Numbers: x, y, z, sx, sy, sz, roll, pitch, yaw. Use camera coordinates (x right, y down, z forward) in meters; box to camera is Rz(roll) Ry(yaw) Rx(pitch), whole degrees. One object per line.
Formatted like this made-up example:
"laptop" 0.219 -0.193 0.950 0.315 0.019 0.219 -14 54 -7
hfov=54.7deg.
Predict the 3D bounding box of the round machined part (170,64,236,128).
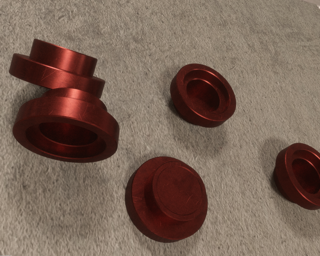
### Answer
"round machined part" 0.058 -0.043 0.452 0.099 0.042 0.098 14 56 -21

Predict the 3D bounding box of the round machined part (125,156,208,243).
"round machined part" 0.014 0.077 0.355 0.099 0.042 0.098 14 56 -21

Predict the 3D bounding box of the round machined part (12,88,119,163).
"round machined part" -0.090 -0.004 0.311 0.099 0.097 0.042 15 57 -20

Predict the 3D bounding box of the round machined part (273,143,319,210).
"round machined part" 0.211 0.075 0.464 0.099 0.042 0.098 14 56 -21

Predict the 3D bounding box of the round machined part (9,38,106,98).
"round machined part" -0.107 -0.067 0.340 0.099 0.098 0.042 15 98 -20
